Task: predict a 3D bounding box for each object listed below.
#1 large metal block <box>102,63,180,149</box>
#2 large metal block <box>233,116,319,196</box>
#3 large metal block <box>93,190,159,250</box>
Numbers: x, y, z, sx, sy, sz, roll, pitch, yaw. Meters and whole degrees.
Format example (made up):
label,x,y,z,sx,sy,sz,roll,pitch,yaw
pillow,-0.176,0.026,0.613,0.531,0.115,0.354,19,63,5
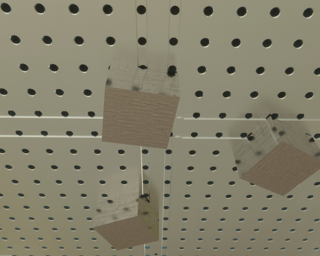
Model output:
label,x,y,z,sx,sy,sz,roll,pitch,yaw
large metal block,-0.024,-0.025,0.374,0.080,0.050,0.079,7,130,-6
large metal block,0.163,0.041,0.431,0.080,0.050,0.080,24,126,-19
large metal block,-0.055,0.159,0.530,0.080,0.050,0.080,-19,128,15
